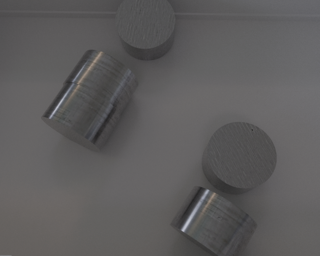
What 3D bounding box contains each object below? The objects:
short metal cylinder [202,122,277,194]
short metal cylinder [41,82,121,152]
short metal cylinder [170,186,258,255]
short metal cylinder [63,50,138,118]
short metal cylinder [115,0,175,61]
[{"bbox_3d":[0.095,0.038,0.383,0.081,0.050,0.080,0,70,0],"label":"short metal cylinder"},{"bbox_3d":[-0.097,-0.012,0.384,0.080,0.080,0.050,26,72,9],"label":"short metal cylinder"},{"bbox_3d":[0.058,0.108,0.341,0.080,0.080,0.050,32,73,11],"label":"short metal cylinder"},{"bbox_3d":[-0.075,-0.055,0.400,0.080,0.080,0.050,26,72,9],"label":"short metal cylinder"},{"bbox_3d":[-0.019,-0.142,0.438,0.080,0.050,0.080,0,84,1],"label":"short metal cylinder"}]
